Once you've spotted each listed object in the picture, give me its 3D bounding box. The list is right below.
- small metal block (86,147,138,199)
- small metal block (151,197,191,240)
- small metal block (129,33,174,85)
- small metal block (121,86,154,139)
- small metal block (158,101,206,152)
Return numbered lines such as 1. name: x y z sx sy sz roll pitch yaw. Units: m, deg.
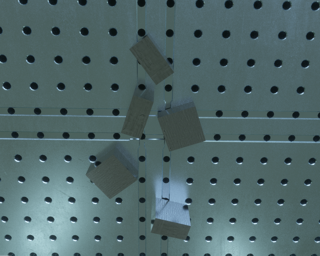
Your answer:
1. small metal block: -0.066 0.064 0.436 0.050 0.025 0.050 -37 107 12
2. small metal block: 0.015 0.131 0.449 0.050 0.050 0.025 15 109 -6
3. small metal block: -0.009 -0.084 0.369 0.025 0.050 0.050 -35 107 11
4. small metal block: -0.028 -0.021 0.392 0.025 0.050 0.050 18 109 -7
5. small metal block: 0.028 -0.002 0.413 0.050 0.025 0.050 -17 110 6
